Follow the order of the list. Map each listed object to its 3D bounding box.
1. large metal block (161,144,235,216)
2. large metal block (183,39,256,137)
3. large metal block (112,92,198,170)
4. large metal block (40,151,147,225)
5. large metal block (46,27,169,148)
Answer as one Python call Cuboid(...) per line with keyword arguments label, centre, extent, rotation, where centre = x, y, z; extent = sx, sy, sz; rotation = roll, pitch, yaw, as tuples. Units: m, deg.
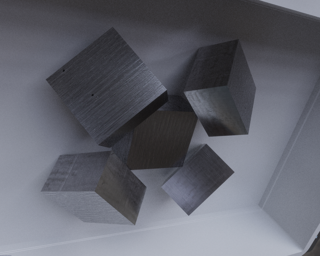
Cuboid(label="large metal block", centre=(0.051, 0.067, 0.432), extent=(0.080, 0.050, 0.080), rotation=(-44, 174, 2))
Cuboid(label="large metal block", centre=(0.077, -0.046, 0.377), extent=(0.080, 0.050, 0.080), rotation=(55, 42, -39))
Cuboid(label="large metal block", centre=(-0.007, 0.004, 0.387), extent=(0.081, 0.050, 0.079), rotation=(1, 118, -29))
Cuboid(label="large metal block", centre=(-0.075, 0.073, 0.368), extent=(0.080, 0.050, 0.080), rotation=(-7, 137, 30))
Cuboid(label="large metal block", centre=(-0.049, -0.037, 0.310), extent=(0.080, 0.080, 0.050), rotation=(-39, 173, -2))
